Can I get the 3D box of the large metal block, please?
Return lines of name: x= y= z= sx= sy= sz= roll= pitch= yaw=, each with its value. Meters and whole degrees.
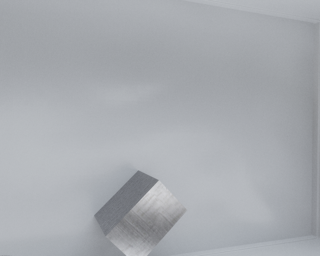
large metal block: x=-0.026 y=0.102 z=0.373 sx=0.080 sy=0.080 sz=0.050 roll=-45 pitch=105 yaw=-15
